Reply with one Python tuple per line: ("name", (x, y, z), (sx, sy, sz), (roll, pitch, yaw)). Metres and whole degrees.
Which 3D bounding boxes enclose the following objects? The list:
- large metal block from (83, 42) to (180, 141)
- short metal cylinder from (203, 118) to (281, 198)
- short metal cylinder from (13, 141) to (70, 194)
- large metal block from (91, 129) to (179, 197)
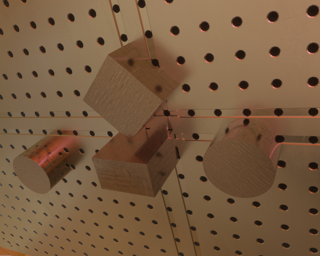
("large metal block", (-0.037, -0.044, 0.387), (0.080, 0.050, 0.080), (41, 129, 0))
("short metal cylinder", (0.097, 0.035, 0.366), (0.080, 0.050, 0.079), (13, 124, 21))
("short metal cylinder", (-0.209, 0.069, 0.549), (0.080, 0.050, 0.079), (13, 124, 21))
("large metal block", (-0.030, 0.043, 0.418), (0.080, 0.080, 0.050), (3, 120, 27))
